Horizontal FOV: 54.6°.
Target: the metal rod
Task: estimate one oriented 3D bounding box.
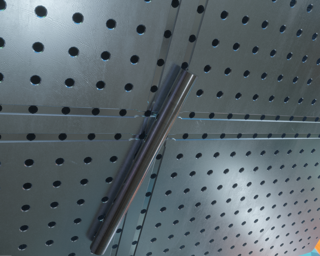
[{"bbox_3d":[-0.029,0.057,0.429,0.025,0.025,0.298,16,110,-35],"label":"metal rod"}]
